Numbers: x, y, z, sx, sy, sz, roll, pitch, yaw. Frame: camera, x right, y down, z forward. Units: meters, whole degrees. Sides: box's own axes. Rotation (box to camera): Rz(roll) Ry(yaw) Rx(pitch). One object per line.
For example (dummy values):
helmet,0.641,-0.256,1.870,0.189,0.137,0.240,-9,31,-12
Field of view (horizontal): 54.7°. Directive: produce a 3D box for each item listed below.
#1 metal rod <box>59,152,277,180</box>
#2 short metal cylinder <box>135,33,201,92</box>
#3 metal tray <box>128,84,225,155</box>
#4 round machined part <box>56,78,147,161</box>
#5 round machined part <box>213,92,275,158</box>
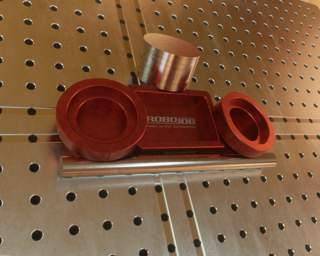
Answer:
metal rod,0.031,0.045,0.392,0.303,0.025,0.025,2,61,-28
short metal cylinder,0.010,-0.092,0.430,0.081,0.050,0.080,14,31,-8
metal tray,0.017,-0.009,0.414,0.131,0.030,0.090,1,62,-28
round machined part,-0.067,-0.006,0.354,0.099,0.042,0.098,9,57,-14
round machined part,0.115,-0.001,0.448,0.099,0.042,0.098,20,50,-25
